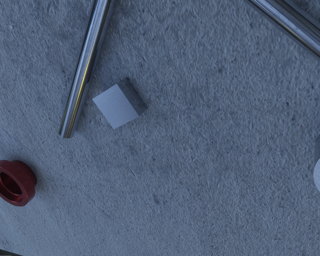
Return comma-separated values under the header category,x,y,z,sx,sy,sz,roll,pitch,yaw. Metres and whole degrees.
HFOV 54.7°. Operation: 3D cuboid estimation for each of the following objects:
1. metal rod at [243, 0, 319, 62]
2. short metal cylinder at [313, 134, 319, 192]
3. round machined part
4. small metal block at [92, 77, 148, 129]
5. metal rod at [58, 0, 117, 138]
category,x,y,z,sx,sy,sz,roll,pitch,yaw
metal rod,0.048,-0.157,0.283,0.300,0.025,0.025,39,129,1
short metal cylinder,0.198,0.035,0.308,0.080,0.050,0.079,13,124,20
round machined part,-0.282,0.102,0.604,0.098,0.042,0.097,13,124,20
small metal block,-0.053,-0.032,0.413,0.050,0.025,0.050,-25,105,36
metal rod,-0.089,-0.095,0.393,0.025,0.025,0.298,34,129,6
